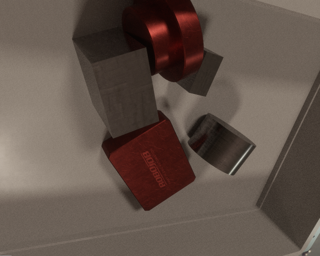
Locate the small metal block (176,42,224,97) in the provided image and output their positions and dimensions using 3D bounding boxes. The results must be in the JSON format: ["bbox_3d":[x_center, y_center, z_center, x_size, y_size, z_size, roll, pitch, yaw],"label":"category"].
[{"bbox_3d":[0.042,-0.072,0.373,0.025,0.050,0.050,9,114,-33],"label":"small metal block"}]

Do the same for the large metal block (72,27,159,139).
[{"bbox_3d":[-0.046,-0.049,0.319,0.050,0.080,0.080,-21,127,-16],"label":"large metal block"}]

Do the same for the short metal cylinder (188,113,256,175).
[{"bbox_3d":[0.087,0.022,0.436,0.080,0.080,0.050,25,105,-37],"label":"short metal cylinder"}]

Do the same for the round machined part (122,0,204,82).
[{"bbox_3d":[-0.003,-0.090,0.304,0.042,0.098,0.097,-26,128,-18],"label":"round machined part"}]

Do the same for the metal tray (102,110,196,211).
[{"bbox_3d":[-0.011,0.049,0.432,0.090,0.030,0.130,-32,129,-8],"label":"metal tray"}]
